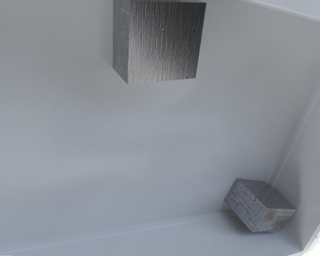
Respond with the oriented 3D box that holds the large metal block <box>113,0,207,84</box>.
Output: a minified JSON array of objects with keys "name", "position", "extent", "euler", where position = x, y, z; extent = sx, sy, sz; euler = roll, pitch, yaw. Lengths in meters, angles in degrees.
[{"name":"large metal block","position":[-0.004,-0.096,0.331],"extent":[0.081,0.050,0.079],"euler":[-9,123,-24]}]

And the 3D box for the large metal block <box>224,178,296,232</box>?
[{"name":"large metal block","position":[0.177,0.137,0.554],"extent":[0.081,0.080,0.050],"euler":[12,112,-33]}]
